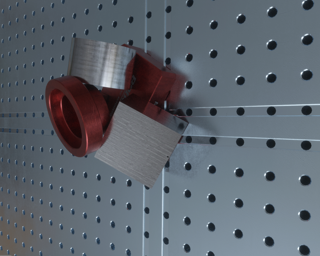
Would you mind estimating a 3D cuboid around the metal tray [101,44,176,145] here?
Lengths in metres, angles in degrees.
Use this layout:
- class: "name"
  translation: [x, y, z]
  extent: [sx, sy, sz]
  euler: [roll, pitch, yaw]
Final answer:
- class: "metal tray"
  translation: [-0.043, -0.041, 0.440]
  extent: [0.090, 0.030, 0.129]
  euler: [42, 115, 31]

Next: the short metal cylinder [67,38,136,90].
- class: "short metal cylinder"
  translation: [-0.074, -0.080, 0.392]
  extent: [0.080, 0.081, 0.050]
  euler: [17, 101, 38]

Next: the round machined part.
- class: "round machined part"
  translation: [-0.097, -0.017, 0.379]
  extent: [0.098, 0.042, 0.097]
  euler: [28, 130, 40]

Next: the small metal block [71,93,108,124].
- class: "small metal block"
  translation: [-0.106, -0.027, 0.437]
  extent: [0.025, 0.050, 0.050]
  euler: [24, 105, 37]

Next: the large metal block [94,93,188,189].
- class: "large metal block"
  translation: [-0.022, 0.015, 0.386]
  extent: [0.080, 0.050, 0.079]
  euler: [29, 111, 3]
